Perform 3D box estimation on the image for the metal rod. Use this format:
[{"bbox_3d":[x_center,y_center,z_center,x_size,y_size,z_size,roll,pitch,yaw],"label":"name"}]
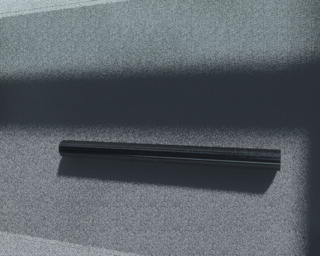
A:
[{"bbox_3d":[-0.001,0.034,0.411,0.301,0.025,0.025,1,91,20],"label":"metal rod"}]
